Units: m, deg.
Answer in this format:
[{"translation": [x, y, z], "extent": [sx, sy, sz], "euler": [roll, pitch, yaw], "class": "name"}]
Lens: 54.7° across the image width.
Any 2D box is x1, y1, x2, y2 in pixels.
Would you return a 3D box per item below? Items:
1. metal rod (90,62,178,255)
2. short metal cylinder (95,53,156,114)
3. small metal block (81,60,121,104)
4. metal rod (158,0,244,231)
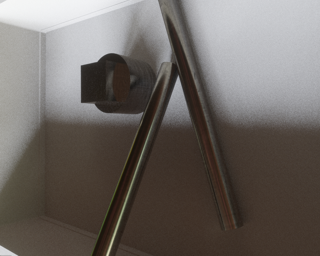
[{"translation": [-0.033, 0.057, 0.352], "extent": [0.025, 0.025, 0.299], "euler": [4, 67, 39], "class": "metal rod"}, {"translation": [-0.052, -0.060, 0.431], "extent": [0.080, 0.050, 0.079], "euler": [0, 90, 39], "class": "short metal cylinder"}, {"translation": [-0.077, -0.058, 0.403], "extent": [0.050, 0.025, 0.050], "euler": [-1, 90, 39], "class": "small metal block"}, {"translation": [0.044, -0.033, 0.369], "extent": [0.025, 0.025, 0.299], "euler": [-23, 76, 37], "class": "metal rod"}]
